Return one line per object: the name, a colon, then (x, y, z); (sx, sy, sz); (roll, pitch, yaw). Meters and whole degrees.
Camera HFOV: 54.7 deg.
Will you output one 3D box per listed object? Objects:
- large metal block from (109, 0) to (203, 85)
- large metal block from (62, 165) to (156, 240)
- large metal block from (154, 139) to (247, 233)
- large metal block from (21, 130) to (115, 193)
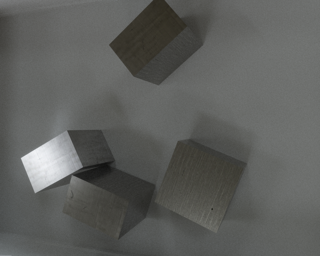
large metal block: (-0.001, -0.102, 0.382); (0.080, 0.080, 0.050); (-41, 77, 15)
large metal block: (-0.063, 0.091, 0.402); (0.080, 0.080, 0.050); (19, 99, 19)
large metal block: (0.051, 0.067, 0.379); (0.080, 0.050, 0.080); (23, 98, 18)
large metal block: (-0.123, 0.043, 0.425); (0.080, 0.080, 0.050); (-29, 81, 18)
